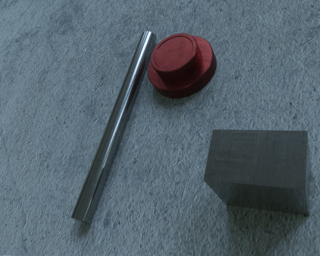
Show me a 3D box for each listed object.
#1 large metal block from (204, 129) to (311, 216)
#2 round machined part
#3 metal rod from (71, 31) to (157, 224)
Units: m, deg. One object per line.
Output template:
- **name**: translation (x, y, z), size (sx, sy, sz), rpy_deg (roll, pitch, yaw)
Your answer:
- **large metal block**: translation (0.096, 0.042, 0.292), size (0.080, 0.080, 0.050), rpy_deg (1, 62, 28)
- **round machined part**: translation (0.026, -0.094, 0.436), size (0.098, 0.042, 0.098), rpy_deg (-13, 56, 20)
- **metal rod**: translation (-0.058, -0.017, 0.442), size (0.025, 0.025, 0.300), rpy_deg (3, 63, 29)
